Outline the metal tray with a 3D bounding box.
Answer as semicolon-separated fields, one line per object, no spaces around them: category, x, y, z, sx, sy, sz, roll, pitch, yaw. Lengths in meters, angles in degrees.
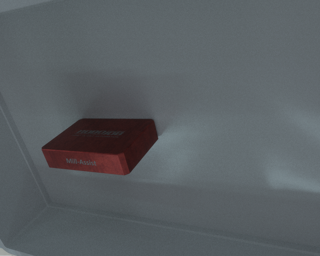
metal tray;-0.080;0.021;0.419;0.130;0.090;0.030;1;119;27
